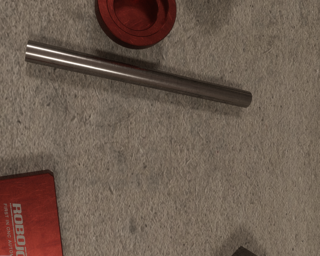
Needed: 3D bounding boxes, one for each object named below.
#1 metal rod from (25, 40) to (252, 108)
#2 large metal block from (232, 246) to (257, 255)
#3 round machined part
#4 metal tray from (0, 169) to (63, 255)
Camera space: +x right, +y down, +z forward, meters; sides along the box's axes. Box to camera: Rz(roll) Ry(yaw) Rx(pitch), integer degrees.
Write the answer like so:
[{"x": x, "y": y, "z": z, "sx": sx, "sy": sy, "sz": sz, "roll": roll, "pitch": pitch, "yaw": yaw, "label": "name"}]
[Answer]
[{"x": -0.012, "y": -0.065, "z": 0.405, "sx": 0.302, "sy": 0.025, "sz": 0.025, "roll": 9, "pitch": 87, "yaw": -20, "label": "metal rod"}, {"x": 0.125, "y": 0.235, "z": 0.444, "sx": 0.080, "sy": 0.050, "sz": 0.080, "roll": -40, "pitch": 103, "yaw": -16, "label": "large metal block"}, {"x": -0.033, "y": -0.147, "z": 0.389, "sx": 0.099, "sy": 0.042, "sz": 0.097, "roll": 0, "pitch": 90, "yaw": -21, "label": "round machined part"}, {"x": -0.160, "y": 0.118, "z": 0.348, "sx": 0.091, "sy": 0.030, "sz": 0.129, "roll": -7, "pitch": 92, "yaw": -20, "label": "metal tray"}]
